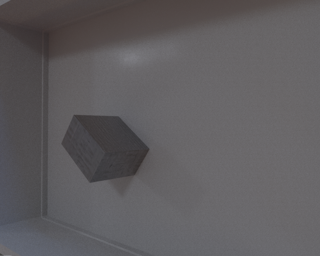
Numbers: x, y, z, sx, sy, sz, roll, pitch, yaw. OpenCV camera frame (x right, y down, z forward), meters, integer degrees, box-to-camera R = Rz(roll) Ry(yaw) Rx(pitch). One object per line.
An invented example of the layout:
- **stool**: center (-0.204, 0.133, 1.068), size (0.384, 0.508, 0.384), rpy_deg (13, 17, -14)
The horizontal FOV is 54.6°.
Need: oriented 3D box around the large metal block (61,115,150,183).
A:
- **large metal block**: center (-0.077, 0.026, 0.436), size (0.080, 0.081, 0.050), rpy_deg (44, 117, 31)
